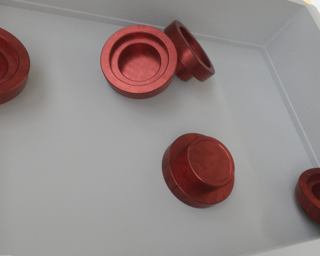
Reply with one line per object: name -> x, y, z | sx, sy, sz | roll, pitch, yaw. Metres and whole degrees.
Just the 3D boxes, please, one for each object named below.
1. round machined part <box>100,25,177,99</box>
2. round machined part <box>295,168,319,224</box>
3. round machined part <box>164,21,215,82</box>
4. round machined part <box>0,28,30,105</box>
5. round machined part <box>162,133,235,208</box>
round machined part -> -0.027, -0.084, 0.415 | 0.099, 0.042, 0.098 | 0, 75, 0
round machined part -> 0.247, 0.105, 0.448 | 0.099, 0.042, 0.098 | 2, 34, -1
round machined part -> 0.037, -0.109, 0.465 | 0.098, 0.042, 0.098 | 43, 26, -26
round machined part -> -0.193, -0.063, 0.329 | 0.099, 0.042, 0.098 | 14, 56, -21
round machined part -> 0.055, 0.049, 0.396 | 0.099, 0.042, 0.098 | 14, 56, -21
